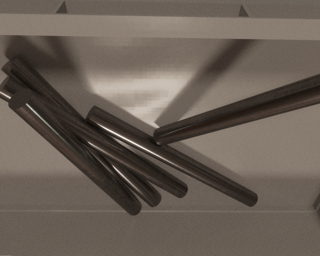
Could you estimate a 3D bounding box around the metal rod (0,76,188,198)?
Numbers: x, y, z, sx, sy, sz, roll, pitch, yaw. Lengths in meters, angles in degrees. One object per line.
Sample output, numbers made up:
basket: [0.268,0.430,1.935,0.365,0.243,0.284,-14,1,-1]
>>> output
metal rod: [-0.065,0.028,0.410,0.025,0.025,0.301,-35,129,25]

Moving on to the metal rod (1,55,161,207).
metal rod: [-0.088,0.023,0.427,0.025,0.025,0.300,-26,126,20]

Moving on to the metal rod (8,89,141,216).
metal rod: [-0.088,0.055,0.409,0.025,0.025,0.299,-14,143,11]

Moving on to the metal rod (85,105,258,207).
metal rod: [0.032,0.050,0.452,0.301,0.025,0.025,30,124,-23]

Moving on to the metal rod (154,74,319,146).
metal rod: [0.098,-0.021,0.313,0.025,0.025,0.299,37,145,-28]
